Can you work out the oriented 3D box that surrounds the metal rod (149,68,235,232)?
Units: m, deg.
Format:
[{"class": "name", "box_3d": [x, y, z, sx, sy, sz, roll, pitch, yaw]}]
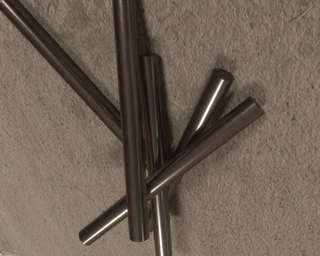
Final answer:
[{"class": "metal rod", "box_3d": [0.025, 0.052, 0.424, 0.025, 0.025, 0.298, 29, 128, 9]}]

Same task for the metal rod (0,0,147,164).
[{"class": "metal rod", "box_3d": [-0.103, -0.053, 0.426, 0.300, 0.025, 0.025, 48, 129, -6]}]

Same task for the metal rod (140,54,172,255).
[{"class": "metal rod", "box_3d": [-0.004, 0.053, 0.414, 0.025, 0.025, 0.298, 6, 113, 25]}]

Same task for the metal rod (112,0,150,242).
[{"class": "metal rod", "box_3d": [-0.033, -0.011, 0.358, 0.025, 0.025, 0.298, 2, 102, 26]}]

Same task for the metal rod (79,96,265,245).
[{"class": "metal rod", "box_3d": [0.000, 0.065, 0.390, 0.299, 0.025, 0.025, -41, 96, 21]}]
